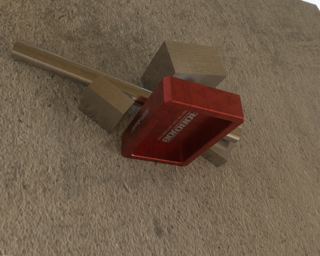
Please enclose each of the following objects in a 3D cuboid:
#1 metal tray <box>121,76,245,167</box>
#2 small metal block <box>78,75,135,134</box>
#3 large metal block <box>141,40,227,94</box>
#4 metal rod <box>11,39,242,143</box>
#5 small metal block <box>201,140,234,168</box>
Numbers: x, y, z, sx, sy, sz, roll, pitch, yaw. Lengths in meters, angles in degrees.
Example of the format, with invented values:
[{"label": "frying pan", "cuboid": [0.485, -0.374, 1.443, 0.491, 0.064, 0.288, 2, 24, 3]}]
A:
[{"label": "metal tray", "cuboid": [0.019, 0.001, 0.350, 0.091, 0.129, 0.030, 12, 57, -22]}, {"label": "small metal block", "cuboid": [-0.065, -0.027, 0.371, 0.050, 0.050, 0.025, 38, 51, -3]}, {"label": "large metal block", "cuboid": [0.030, -0.071, 0.430, 0.081, 0.080, 0.050, -2, 63, -30]}, {"label": "metal rod", "cuboid": [-0.033, -0.043, 0.397, 0.302, 0.025, 0.025, 20, 54, -10]}, {"label": "small metal block", "cuboid": [0.075, 0.019, 0.437, 0.050, 0.025, 0.050, 36, 51, -5]}]
